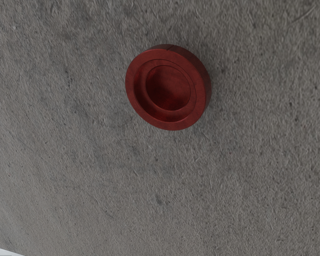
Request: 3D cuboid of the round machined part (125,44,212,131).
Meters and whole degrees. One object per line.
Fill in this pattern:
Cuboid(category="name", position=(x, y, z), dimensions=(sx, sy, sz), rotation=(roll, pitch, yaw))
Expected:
Cuboid(category="round machined part", position=(0.013, -0.049, 0.359), dimensions=(0.098, 0.042, 0.097), rotation=(13, 124, 21))
